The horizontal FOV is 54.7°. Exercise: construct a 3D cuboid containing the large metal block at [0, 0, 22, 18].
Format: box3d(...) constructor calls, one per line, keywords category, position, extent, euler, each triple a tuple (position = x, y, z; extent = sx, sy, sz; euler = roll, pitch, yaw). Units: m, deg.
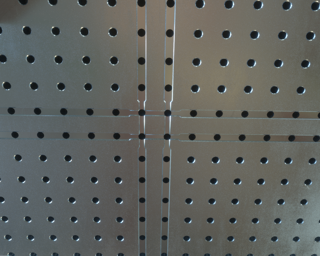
box3d(category="large metal block", position=(-0.192, -0.171, 0.334), extent=(0.080, 0.050, 0.080), euler=(-34, 107, 11))
